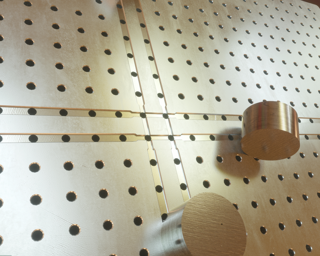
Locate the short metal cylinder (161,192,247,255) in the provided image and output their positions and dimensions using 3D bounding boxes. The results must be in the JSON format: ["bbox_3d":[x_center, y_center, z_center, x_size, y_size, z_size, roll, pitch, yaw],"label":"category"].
[{"bbox_3d":[0.048,0.118,0.345,0.081,0.050,0.080,14,56,-21],"label":"short metal cylinder"}]

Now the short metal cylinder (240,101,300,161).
[{"bbox_3d":[0.161,0.005,0.456,0.080,0.080,0.050,24,53,-14],"label":"short metal cylinder"}]
